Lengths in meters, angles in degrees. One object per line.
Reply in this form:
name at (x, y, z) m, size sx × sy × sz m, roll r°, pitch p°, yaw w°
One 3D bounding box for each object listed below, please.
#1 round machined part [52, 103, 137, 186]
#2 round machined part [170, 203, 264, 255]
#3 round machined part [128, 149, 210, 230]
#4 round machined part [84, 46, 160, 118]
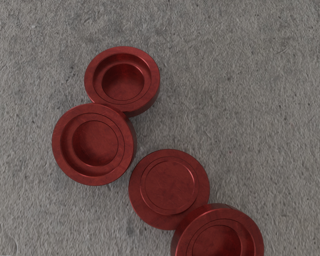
round machined part at (-0.076, 0.018, 0.378) m, size 0.099 × 0.042 × 0.097 m, roll 1°, pitch 98°, yaw 6°
round machined part at (0.059, 0.130, 0.339) m, size 0.099 × 0.042 × 0.097 m, roll -1°, pitch 92°, yaw -13°
round machined part at (0.011, 0.072, 0.373) m, size 0.099 × 0.042 × 0.098 m, roll 0°, pitch 70°, yaw 0°
round machined part at (-0.049, -0.058, 0.420) m, size 0.099 × 0.042 × 0.098 m, roll 0°, pitch 70°, yaw 0°
